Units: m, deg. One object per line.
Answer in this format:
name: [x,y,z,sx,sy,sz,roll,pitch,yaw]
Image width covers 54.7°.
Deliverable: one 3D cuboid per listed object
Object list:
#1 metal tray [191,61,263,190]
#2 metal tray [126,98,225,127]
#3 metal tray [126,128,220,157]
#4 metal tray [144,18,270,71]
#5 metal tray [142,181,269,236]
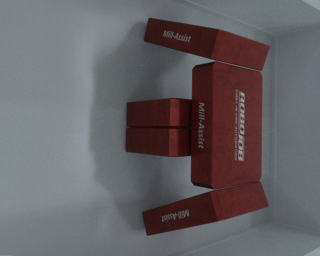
metal tray: [0.077,-0.002,0.348,0.091,0.030,0.129,1,89,-41]
metal tray: [0.035,-0.016,0.392,0.131,0.090,0.030,1,90,-40]
metal tray: [0.034,0.016,0.392,0.131,0.090,0.030,1,90,-40]
metal tray: [0.053,-0.104,0.379,0.091,0.130,0.030,1,110,-40]
metal tray: [0.051,0.099,0.378,0.091,0.130,0.030,1,68,-41]
